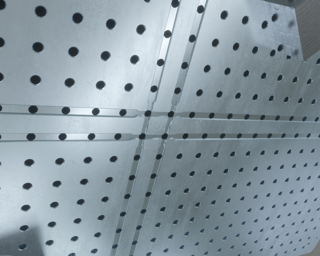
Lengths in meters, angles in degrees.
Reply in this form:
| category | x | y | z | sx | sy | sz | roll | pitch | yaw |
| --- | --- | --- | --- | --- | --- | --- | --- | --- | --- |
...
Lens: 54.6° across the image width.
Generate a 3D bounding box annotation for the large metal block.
| category | x | y | z | sx | sy | sz | roll | pitch | yaw |
| --- | --- | --- | --- | --- | --- | --- | --- | --- | --- |
| large metal block | 0.196 | -0.149 | 0.409 | 0.080 | 0.050 | 0.080 | -36 | 129 | -4 |
